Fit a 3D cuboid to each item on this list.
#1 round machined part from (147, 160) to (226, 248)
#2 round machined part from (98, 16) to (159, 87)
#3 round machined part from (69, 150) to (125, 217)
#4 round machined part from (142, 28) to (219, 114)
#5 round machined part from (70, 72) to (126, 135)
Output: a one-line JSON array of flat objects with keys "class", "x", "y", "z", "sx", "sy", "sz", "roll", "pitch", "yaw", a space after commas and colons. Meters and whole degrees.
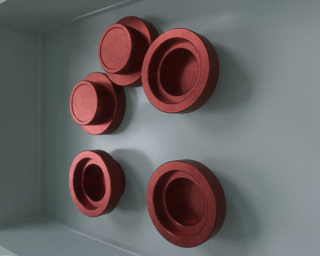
[{"class": "round machined part", "x": 0.034, "y": 0.086, "z": 0.366, "sx": 0.098, "sy": 0.042, "sz": 0.097, "roll": 0, "pitch": 90, "yaw": 39}, {"class": "round machined part", "x": -0.049, "y": -0.107, "z": 0.434, "sx": 0.098, "sy": 0.042, "sz": 0.097, "roll": 0, "pitch": 90, "yaw": 39}, {"class": "round machined part", "x": -0.091, "y": 0.081, "z": 0.468, "sx": 0.098, "sy": 0.042, "sz": 0.097, "roll": 0, "pitch": 90, "yaw": 39}, {"class": "round machined part", "x": 0.028, "y": -0.065, "z": 0.371, "sx": 0.098, "sy": 0.042, "sz": 0.097, "roll": 0, "pitch": 90, "yaw": 39}, {"class": "round machined part", "x": -0.102, "y": -0.038, "z": 0.477, "sx": 0.098, "sy": 0.042, "sz": 0.097, "roll": 0, "pitch": 90, "yaw": 39}]
